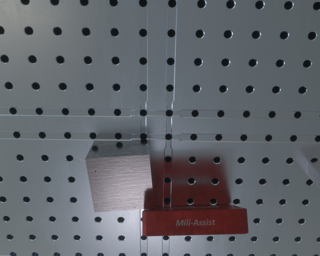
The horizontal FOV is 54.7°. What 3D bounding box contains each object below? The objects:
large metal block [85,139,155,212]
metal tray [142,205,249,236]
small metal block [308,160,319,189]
[{"bbox_3d":[-0.050,0.064,0.423,0.080,0.050,0.079,-4,110,1],"label":"large metal block"},{"bbox_3d":[0.044,0.124,0.423,0.131,0.090,0.030,-1,79,0],"label":"metal tray"},{"bbox_3d":[0.241,0.065,0.426,0.050,0.050,0.025,-9,110,3],"label":"small metal block"}]
